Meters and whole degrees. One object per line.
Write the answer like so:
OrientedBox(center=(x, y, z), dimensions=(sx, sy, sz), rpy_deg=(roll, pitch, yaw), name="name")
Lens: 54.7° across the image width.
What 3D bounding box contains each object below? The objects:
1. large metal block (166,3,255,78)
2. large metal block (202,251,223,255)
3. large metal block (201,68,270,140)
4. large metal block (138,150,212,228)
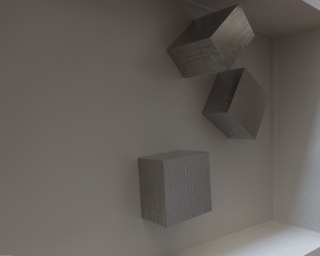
OrientedBox(center=(0.070, -0.118, 0.429), dimensions=(0.080, 0.080, 0.050), rpy_deg=(-52, 121, -27), name="large metal block")
OrientedBox(center=(0.091, 0.238, 0.450), dimensions=(0.050, 0.080, 0.079), rpy_deg=(-3, 92, -40), name="large metal block")
OrientedBox(center=(0.122, -0.036, 0.492), dimensions=(0.080, 0.050, 0.080), rpy_deg=(38, 67, -34), name="large metal block")
OrientedBox(center=(0.021, 0.075, 0.408), dimensions=(0.081, 0.050, 0.079), rpy_deg=(-6, 94, -40), name="large metal block")
